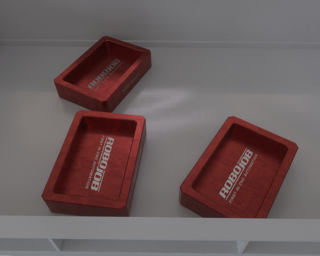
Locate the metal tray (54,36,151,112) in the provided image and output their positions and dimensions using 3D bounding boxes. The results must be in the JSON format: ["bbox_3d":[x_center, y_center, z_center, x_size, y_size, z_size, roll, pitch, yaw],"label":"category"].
[{"bbox_3d":[-0.082,-0.084,0.471,0.090,0.030,0.130,22,53,17],"label":"metal tray"}]

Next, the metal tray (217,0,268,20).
[{"bbox_3d":[0.176,-0.274,0.635,0.090,0.030,0.130,14,51,11],"label":"metal tray"}]

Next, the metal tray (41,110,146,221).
[{"bbox_3d":[-0.071,0.039,0.368,0.090,0.030,0.130,6,50,5],"label":"metal tray"}]

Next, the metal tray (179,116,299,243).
[{"bbox_3d":[0.092,0.052,0.358,0.090,0.030,0.131,27,55,20],"label":"metal tray"}]
